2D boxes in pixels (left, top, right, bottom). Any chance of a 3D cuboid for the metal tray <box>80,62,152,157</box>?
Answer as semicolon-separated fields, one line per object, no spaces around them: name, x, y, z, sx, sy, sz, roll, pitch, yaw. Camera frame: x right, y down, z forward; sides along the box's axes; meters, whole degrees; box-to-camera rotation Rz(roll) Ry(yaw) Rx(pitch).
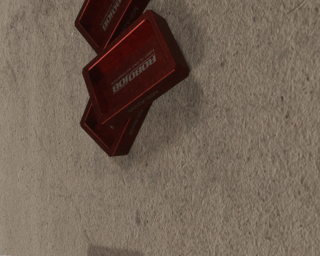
metal tray;-0.061;-0.035;0.449;0.090;0.030;0.129;40;114;32

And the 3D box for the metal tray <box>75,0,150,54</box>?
metal tray;-0.069;-0.180;0.456;0.090;0.030;0.129;51;120;27

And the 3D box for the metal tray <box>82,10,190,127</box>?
metal tray;-0.036;-0.071;0.388;0.130;0.030;0.090;-33;66;27
